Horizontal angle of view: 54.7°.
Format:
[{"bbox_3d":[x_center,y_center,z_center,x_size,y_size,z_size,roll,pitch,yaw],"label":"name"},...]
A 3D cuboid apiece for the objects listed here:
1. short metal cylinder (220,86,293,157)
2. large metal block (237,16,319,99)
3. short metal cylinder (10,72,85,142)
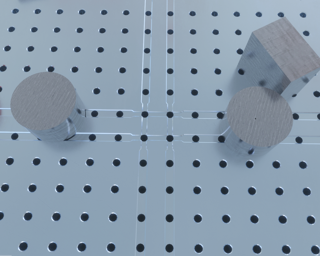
[{"bbox_3d":[0.122,-0.007,0.402,0.081,0.050,0.080,0,70,0],"label":"short metal cylinder"},{"bbox_3d":[0.156,-0.084,0.414,0.050,0.080,0.080,-27,72,-9],"label":"large metal block"},{"bbox_3d":[-0.144,-0.026,0.407,0.081,0.050,0.080,0,70,0],"label":"short metal cylinder"}]
